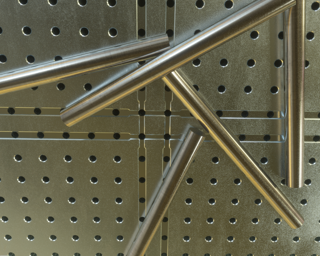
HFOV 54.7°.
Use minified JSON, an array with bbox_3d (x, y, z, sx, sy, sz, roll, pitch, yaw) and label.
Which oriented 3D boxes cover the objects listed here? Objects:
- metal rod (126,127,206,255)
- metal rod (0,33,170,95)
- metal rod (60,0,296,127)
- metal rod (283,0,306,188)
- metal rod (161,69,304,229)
[{"bbox_3d":[-0.008,0.134,0.462,0.025,0.025,0.298,22,108,-8],"label":"metal rod"},{"bbox_3d":[-0.135,-0.069,0.385,0.302,0.025,0.025,-13,110,4],"label":"metal rod"},{"bbox_3d":[0.007,-0.076,0.365,0.300,0.025,0.025,-26,109,16],"label":"metal rod"},{"bbox_3d":[0.171,-0.059,0.394,0.025,0.025,0.298,-8,110,2],"label":"metal rod"},{"bbox_3d":[0.108,0.036,0.428,0.025,0.025,0.300,-39,106,13],"label":"metal rod"}]
